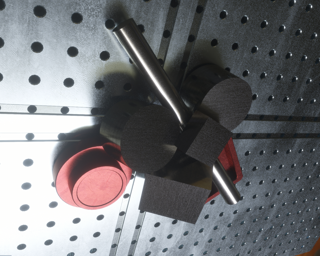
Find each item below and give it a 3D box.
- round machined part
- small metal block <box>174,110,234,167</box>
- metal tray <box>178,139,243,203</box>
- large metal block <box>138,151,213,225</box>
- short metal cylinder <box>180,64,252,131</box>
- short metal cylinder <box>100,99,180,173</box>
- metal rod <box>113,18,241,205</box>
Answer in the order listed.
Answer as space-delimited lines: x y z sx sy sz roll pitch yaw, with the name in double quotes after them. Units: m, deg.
-0.080 0.064 0.390 0.099 0.042 0.097 -14 124 -21 "round machined part"
0.053 0.013 0.376 0.050 0.025 0.050 30 94 -38 "small metal block"
0.072 0.054 0.476 0.090 0.030 0.130 -32 129 -8 "metal tray"
0.020 0.077 0.415 0.080 0.050 0.079 14 132 1 "large metal block"
0.073 -0.037 0.408 0.081 0.050 0.079 -14 124 -21 "short metal cylinder"
-0.024 0.008 0.368 0.081 0.050 0.079 -10 108 -34 "short metal cylinder"
0.036 0.000 0.394 0.025 0.025 0.299 -37 120 -4 "metal rod"
